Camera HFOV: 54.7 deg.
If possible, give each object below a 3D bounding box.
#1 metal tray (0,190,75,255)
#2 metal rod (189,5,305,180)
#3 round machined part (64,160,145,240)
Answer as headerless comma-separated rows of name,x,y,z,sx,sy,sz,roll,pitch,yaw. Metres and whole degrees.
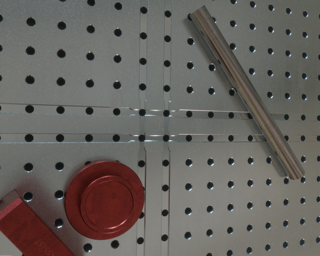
metal tray,-0.122,0.127,0.331,0.030,0.090,0.130,-43,104,-26
metal rod,0.136,-0.045,0.464,0.025,0.025,0.299,-39,103,-16
round machined part,-0.066,0.089,0.380,0.099,0.042,0.097,0,90,-21
